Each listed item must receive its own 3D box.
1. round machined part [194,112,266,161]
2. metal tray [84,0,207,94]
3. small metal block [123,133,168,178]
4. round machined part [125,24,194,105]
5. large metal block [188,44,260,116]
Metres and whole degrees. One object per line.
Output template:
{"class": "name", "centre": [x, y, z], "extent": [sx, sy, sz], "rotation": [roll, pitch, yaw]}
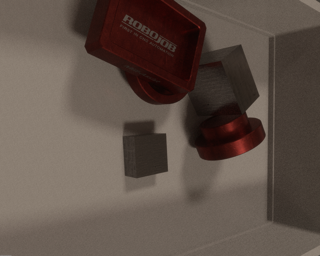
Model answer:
{"class": "round machined part", "centre": [0.095, 0.005, 0.442], "extent": [0.099, 0.098, 0.042], "rotation": [-32, 105, -36]}
{"class": "metal tray", "centre": [-0.009, -0.101, 0.342], "extent": [0.131, 0.030, 0.090], "rotation": [20, 77, -38]}
{"class": "small metal block", "centre": [-0.018, 0.033, 0.393], "extent": [0.050, 0.025, 0.050], "rotation": [-5, 94, -40]}
{"class": "round machined part", "centre": [-0.005, -0.078, 0.393], "extent": [0.099, 0.042, 0.097], "rotation": [0, 90, -40]}
{"class": "large metal block", "centre": [0.083, -0.065, 0.443], "extent": [0.050, 0.080, 0.080], "rotation": [-42, 116, -32]}
